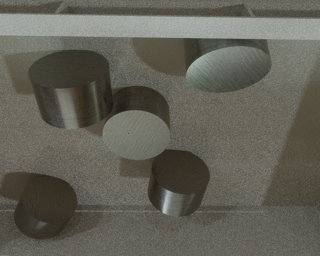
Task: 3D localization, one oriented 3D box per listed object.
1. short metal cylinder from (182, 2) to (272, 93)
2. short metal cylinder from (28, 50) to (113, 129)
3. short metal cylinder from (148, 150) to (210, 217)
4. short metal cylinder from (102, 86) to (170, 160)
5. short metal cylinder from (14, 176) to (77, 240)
[{"bbox_3d":[0.064,-0.076,0.308,0.081,0.050,0.080,-3,157,-1],"label":"short metal cylinder"},{"bbox_3d":[-0.093,-0.044,0.335,0.081,0.080,0.050,0,130,-1],"label":"short metal cylinder"},{"bbox_3d":[0.025,0.077,0.438,0.081,0.080,0.050,6,130,-5],"label":"short metal cylinder"},{"bbox_3d":[-0.028,-0.006,0.387,0.081,0.050,0.079,0,130,0],"label":"short metal cylinder"},{"bbox_3d":[-0.175,0.121,0.475,0.080,0.080,0.050,23,126,-18],"label":"short metal cylinder"}]
